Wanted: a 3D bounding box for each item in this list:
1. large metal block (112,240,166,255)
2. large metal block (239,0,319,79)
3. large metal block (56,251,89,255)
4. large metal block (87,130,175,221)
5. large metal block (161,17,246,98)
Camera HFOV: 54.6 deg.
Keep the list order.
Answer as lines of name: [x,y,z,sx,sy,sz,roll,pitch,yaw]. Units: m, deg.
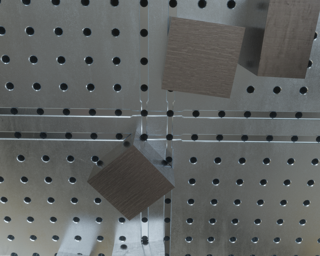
large metal block: [-0.029,0.227,0.483,0.080,0.050,0.080,-5,110,2]
large metal block: [0.129,-0.104,0.347,0.050,0.080,0.079,3,110,-1]
large metal block: [-0.146,0.253,0.476,0.050,0.080,0.079,9,110,-3]
large metal block: [-0.037,0.064,0.423,0.080,0.050,0.080,-39,106,13]
large metal block: [0.047,-0.085,0.369,0.080,0.050,0.079,7,110,-3]
